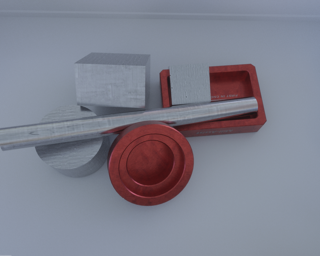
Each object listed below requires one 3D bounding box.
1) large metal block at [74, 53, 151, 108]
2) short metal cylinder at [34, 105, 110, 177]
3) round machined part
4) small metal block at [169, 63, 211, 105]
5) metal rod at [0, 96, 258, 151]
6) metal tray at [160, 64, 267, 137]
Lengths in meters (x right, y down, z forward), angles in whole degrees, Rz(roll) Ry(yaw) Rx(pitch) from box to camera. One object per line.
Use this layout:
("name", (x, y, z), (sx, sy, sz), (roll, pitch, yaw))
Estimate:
("large metal block", (-0.055, -0.063, 0.393), (0.081, 0.080, 0.050), (2, 112, 1))
("short metal cylinder", (-0.107, 0.017, 0.386), (0.081, 0.050, 0.080), (0, 70, 0))
("round machined part", (-0.013, 0.039, 0.368), (0.099, 0.042, 0.097), (-4, 104, -14))
("small metal block", (0.038, -0.057, 0.407), (0.050, 0.025, 0.050), (-5, 96, -2))
("metal rod", (-0.023, -0.009, 0.367), (0.302, 0.025, 0.025), (-8, 70, -15))
("metal tray", (0.068, -0.037, 0.419), (0.131, 0.030, 0.090), (-4, 70, -2))
